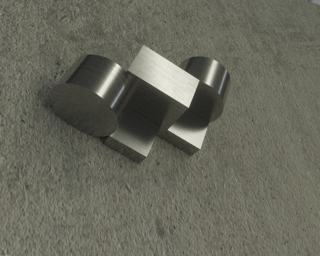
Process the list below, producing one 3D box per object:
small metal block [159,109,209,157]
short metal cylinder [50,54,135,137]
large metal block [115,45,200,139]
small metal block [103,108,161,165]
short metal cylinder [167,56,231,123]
[{"bbox_3d":[0.034,0.003,0.422,0.050,0.025,0.050,31,52,-8],"label":"small metal block"},{"bbox_3d":[-0.075,-0.035,0.351,0.080,0.080,0.050,31,52,-9],"label":"short metal cylinder"},{"bbox_3d":[-0.010,-0.042,0.391,0.080,0.080,0.050,31,52,-9],"label":"large metal block"},{"bbox_3d":[-0.034,0.009,0.382,0.050,0.025,0.050,31,52,-8],"label":"small metal block"},{"bbox_3d":[0.053,-0.051,0.430,0.080,0.080,0.050,31,52,-9],"label":"short metal cylinder"}]
